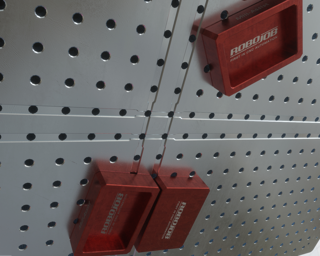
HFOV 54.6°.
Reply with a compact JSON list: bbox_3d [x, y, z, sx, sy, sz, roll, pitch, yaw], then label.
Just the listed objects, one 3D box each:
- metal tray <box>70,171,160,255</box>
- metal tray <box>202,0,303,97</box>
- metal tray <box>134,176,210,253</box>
[{"bbox_3d":[-0.066,0.127,0.449,0.091,0.030,0.129,11,113,-33],"label":"metal tray"},{"bbox_3d":[0.126,-0.110,0.407,0.131,0.030,0.090,-29,128,-10],"label":"metal tray"},{"bbox_3d":[0.016,0.140,0.502,0.091,0.030,0.129,8,115,-32],"label":"metal tray"}]
